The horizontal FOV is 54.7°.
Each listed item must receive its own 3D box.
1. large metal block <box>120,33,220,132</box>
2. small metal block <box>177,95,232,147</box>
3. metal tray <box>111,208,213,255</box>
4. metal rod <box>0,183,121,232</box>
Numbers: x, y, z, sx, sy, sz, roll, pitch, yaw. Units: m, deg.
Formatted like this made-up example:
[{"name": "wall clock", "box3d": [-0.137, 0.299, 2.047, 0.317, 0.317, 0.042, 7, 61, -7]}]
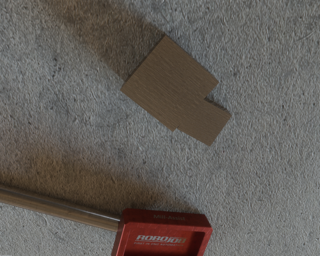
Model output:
[{"name": "large metal block", "box3d": [0.011, -0.056, 0.376, 0.080, 0.050, 0.080, 38, 105, -13]}, {"name": "small metal block", "box3d": [0.057, -0.012, 0.406, 0.050, 0.025, 0.050, 29, 107, -11]}, {"name": "metal tray", "box3d": [0.002, 0.168, 0.455, 0.131, 0.030, 0.089, 9, 110, -17]}, {"name": "metal rod", "box3d": [-0.197, 0.101, 0.444, 0.302, 0.025, 0.025, 17, 109, -7]}]
